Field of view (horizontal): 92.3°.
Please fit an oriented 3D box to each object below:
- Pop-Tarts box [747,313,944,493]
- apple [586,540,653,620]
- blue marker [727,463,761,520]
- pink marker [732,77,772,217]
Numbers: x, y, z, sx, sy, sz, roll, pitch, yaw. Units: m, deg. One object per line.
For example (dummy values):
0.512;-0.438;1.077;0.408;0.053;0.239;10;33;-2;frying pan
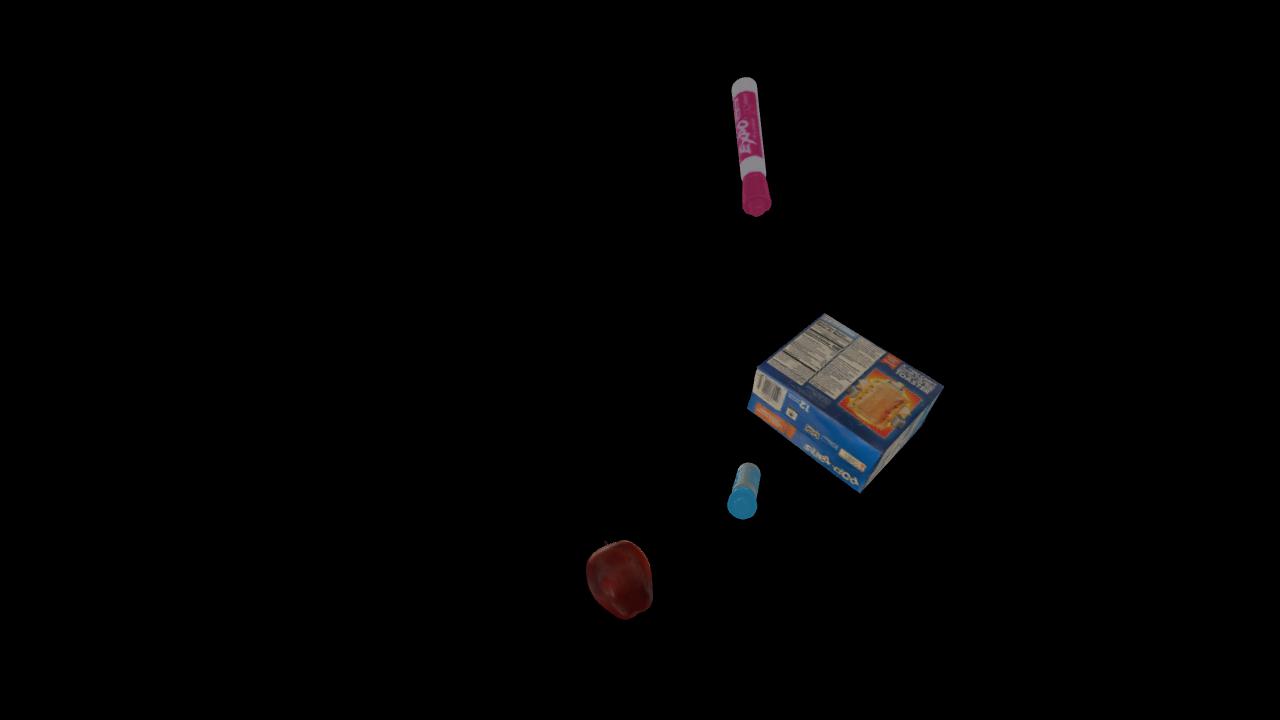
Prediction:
0.240;0.046;0.733;0.141;0.083;0.167;-35;58;-30;Pop-Tarts box
-0.024;0.262;0.741;0.079;0.093;0.079;-26;-16;-8;apple
0.076;0.092;0.441;0.020;0.020;0.121;0;-1;12;blue marker
0.076;-0.148;0.424;0.020;0.121;0.020;1;-29;0;pink marker
